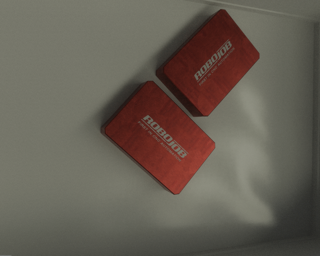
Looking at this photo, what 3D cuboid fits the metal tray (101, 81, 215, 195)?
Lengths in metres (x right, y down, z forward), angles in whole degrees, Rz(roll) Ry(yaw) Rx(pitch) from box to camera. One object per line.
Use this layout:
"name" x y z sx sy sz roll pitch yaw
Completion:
"metal tray" 0.000 0.013 0.409 0.130 0.030 0.090 44 76 -15

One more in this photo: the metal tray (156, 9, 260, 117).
"metal tray" 0.069 -0.090 0.435 0.090 0.030 0.130 46 75 -15
